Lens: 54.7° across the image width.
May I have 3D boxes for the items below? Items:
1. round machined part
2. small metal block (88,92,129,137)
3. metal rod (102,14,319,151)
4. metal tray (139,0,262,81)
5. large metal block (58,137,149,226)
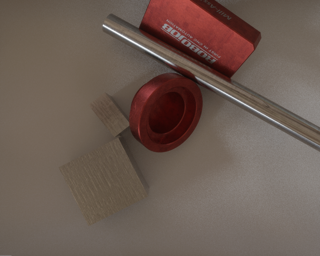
[{"bbox_3d":[0.003,-0.022,0.386,0.042,0.098,0.098,35,90,43],"label":"round machined part"},{"bbox_3d":[-0.061,-0.016,0.398,0.025,0.050,0.050,-39,91,0],"label":"small metal block"},{"bbox_3d":[0.065,-0.057,0.376,0.301,0.025,0.025,30,90,5],"label":"metal rod"},{"bbox_3d":[0.043,-0.112,0.379,0.130,0.089,0.030,35,52,-1],"label":"metal tray"},{"bbox_3d":[-0.068,0.065,0.398,0.080,0.050,0.080,-27,90,0],"label":"large metal block"}]
